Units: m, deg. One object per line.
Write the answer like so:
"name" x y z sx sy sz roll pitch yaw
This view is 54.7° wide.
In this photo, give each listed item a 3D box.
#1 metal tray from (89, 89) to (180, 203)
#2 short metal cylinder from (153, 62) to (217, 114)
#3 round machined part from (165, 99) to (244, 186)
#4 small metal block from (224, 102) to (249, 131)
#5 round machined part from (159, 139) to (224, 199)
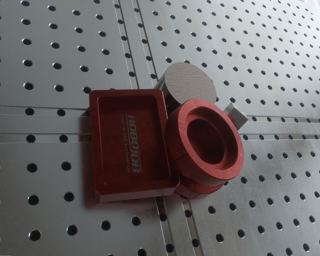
"metal tray" -0.034 0.016 0.364 0.091 0.030 0.130 -3 62 -14
"short metal cylinder" 0.032 -0.046 0.439 0.081 0.050 0.080 14 56 -21
"round machined part" 0.045 0.019 0.350 0.099 0.042 0.098 21 52 -29
"small metal block" 0.095 -0.007 0.437 0.025 0.050 0.050 40 16 -2
"round machined part" 0.048 0.038 0.401 0.099 0.042 0.098 14 56 -21
